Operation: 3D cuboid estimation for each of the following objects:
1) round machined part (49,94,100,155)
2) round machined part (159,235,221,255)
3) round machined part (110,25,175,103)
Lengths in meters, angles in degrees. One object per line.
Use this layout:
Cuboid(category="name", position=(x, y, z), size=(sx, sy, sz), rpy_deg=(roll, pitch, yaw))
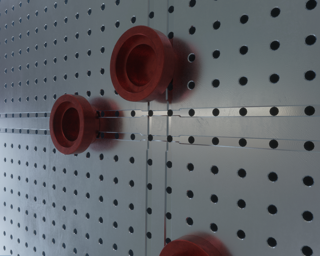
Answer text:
Cuboid(category="round machined part", position=(-0.138, -0.006, 0.514), size=(0.098, 0.042, 0.097), rpy_deg=(0, 90, 40))
Cuboid(category="round machined part", position=(0.032, 0.184, 0.372), size=(0.098, 0.042, 0.097), rpy_deg=(0, 90, 40))
Cuboid(category="round machined part", position=(-0.019, -0.083, 0.415), size=(0.098, 0.042, 0.097), rpy_deg=(0, 90, 40))
